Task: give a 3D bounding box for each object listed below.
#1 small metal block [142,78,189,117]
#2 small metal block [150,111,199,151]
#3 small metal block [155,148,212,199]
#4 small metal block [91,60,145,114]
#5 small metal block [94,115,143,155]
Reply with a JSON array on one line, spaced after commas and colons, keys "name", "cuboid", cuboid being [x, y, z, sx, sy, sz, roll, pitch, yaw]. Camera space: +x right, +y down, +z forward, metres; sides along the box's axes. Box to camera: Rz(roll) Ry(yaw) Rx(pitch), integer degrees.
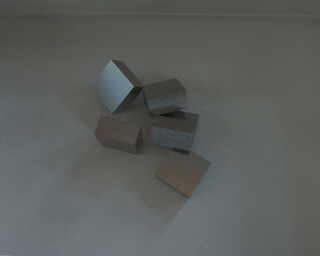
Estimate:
[{"name": "small metal block", "cuboid": [0.005, -0.042, 0.411, 0.050, 0.025, 0.050, -14, 28, -6]}, {"name": "small metal block", "cuboid": [0.020, 0.000, 0.394, 0.050, 0.025, 0.050, 12, 32, 10]}, {"name": "small metal block", "cuboid": [0.029, 0.054, 0.390, 0.050, 0.025, 0.050, 32, 73, 10]}, {"name": "small metal block", "cuboid": [-0.057, -0.055, 0.415, 0.050, 0.025, 0.050, 50, 116, 15]}, {"name": "small metal block", "cuboid": [-0.051, 0.010, 0.392, 0.050, 0.050, 0.025, 15, 71, 5]}]
